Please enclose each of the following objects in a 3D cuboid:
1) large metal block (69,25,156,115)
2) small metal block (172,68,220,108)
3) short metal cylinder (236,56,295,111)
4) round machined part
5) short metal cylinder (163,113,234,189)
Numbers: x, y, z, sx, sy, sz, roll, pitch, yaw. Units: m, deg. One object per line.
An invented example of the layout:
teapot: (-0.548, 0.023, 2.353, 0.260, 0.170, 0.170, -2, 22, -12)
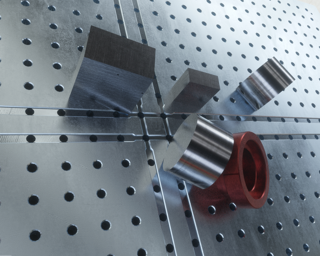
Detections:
large metal block: (-0.059, -0.067, 0.383, 0.081, 0.080, 0.050, 15, 56, -20)
small metal block: (0.052, -0.058, 0.458, 0.050, 0.050, 0.025, 11, 57, -23)
short metal cylinder: (0.174, -0.072, 0.513, 0.081, 0.080, 0.050, -34, 82, -38)
round machined part: (0.104, 0.055, 0.404, 0.099, 0.042, 0.098, 17, 68, -49)
short metal cylinder: (0.046, 0.028, 0.382, 0.050, 0.080, 0.080, 28, 52, -11)
